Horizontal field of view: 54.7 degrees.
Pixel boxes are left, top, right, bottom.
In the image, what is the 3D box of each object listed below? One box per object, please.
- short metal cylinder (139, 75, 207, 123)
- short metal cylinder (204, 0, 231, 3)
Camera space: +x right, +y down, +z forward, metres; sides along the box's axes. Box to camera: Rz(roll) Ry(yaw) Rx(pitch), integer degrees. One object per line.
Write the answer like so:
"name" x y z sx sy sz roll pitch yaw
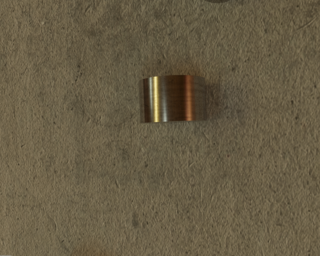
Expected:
"short metal cylinder" 0.015 -0.032 0.374 0.080 0.080 0.050 -3 89 20
"short metal cylinder" 0.069 -0.199 0.371 0.080 0.050 0.080 0 90 20
